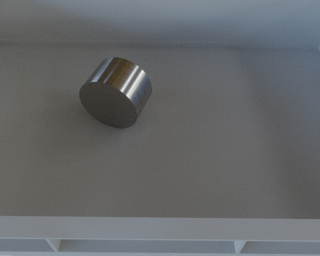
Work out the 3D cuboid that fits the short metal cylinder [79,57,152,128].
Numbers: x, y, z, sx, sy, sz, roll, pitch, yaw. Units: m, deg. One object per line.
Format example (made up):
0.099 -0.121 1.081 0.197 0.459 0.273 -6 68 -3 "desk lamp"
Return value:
-0.057 -0.045 0.406 0.080 0.080 0.050 16 52 12 "short metal cylinder"
